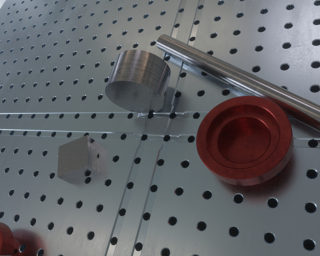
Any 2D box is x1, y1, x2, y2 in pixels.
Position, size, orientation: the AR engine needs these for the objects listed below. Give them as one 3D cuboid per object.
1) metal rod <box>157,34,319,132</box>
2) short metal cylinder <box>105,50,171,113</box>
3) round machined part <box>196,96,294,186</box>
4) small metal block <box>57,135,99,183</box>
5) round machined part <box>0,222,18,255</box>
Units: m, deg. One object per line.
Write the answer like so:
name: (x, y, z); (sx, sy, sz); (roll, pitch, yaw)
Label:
metal rod: (0.098, -0.064, 0.396); (0.025, 0.025, 0.300); (-48, 51, -5)
short metal cylinder: (-0.029, -0.062, 0.426); (0.080, 0.080, 0.050); (-1, 62, 28)
round machined part: (0.093, 0.016, 0.338); (0.098, 0.042, 0.098); (-13, 56, 21)
small metal block: (-0.117, 0.044, 0.442); (0.050, 0.025, 0.050); (-21, 54, 15)
round machined part: (-0.232, 0.175, 0.411); (0.098, 0.042, 0.098); (-13, 56, 21)
